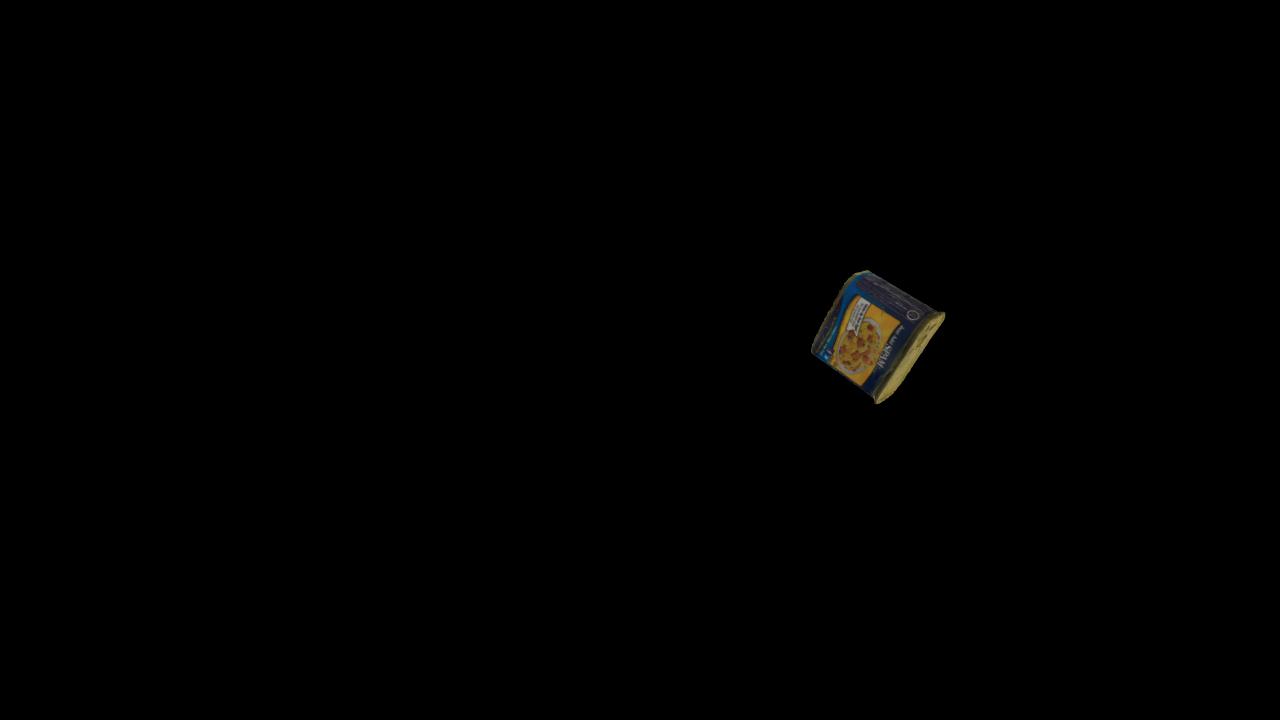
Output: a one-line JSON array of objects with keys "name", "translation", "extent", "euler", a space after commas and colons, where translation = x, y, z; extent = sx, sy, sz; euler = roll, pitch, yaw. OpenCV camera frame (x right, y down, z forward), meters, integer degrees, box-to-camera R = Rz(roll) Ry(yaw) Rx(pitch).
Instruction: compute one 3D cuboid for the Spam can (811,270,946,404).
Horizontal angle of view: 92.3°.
[{"name": "Spam can", "translation": [0.226, -0.024, 0.596], "extent": [0.058, 0.101, 0.085], "euler": [-19, 49, -43]}]
